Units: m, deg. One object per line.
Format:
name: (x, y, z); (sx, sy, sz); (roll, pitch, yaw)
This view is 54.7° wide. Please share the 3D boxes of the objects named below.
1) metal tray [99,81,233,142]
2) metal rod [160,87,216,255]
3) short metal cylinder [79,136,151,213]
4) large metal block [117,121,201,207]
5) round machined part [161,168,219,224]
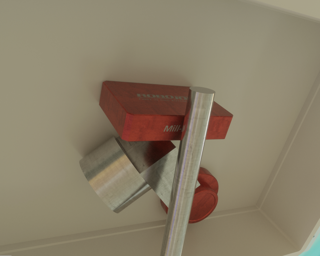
metal tray: (0.006, -0.021, 0.358); (0.131, 0.090, 0.030); (0, 118, -29)
metal rod: (0.020, 0.101, 0.349); (0.025, 0.025, 0.298); (-3, 114, -27)
short metal cylinder: (-0.053, 0.056, 0.380); (0.050, 0.080, 0.080); (-36, 130, -4)
large metal block: (-0.002, 0.043, 0.400); (0.050, 0.080, 0.080); (-36, 130, -4)
round machined part: (0.054, 0.115, 0.500); (0.099, 0.042, 0.097); (-14, 125, -21)
